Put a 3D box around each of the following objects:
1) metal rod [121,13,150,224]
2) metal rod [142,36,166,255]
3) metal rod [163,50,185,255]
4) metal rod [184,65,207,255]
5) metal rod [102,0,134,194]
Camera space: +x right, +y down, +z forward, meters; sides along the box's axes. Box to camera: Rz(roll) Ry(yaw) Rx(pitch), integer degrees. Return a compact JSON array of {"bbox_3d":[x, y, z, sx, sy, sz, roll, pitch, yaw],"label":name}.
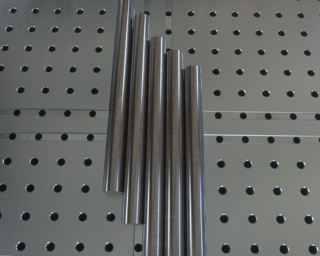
[{"bbox_3d":[-0.030,-0.026,0.420,0.025,0.025,0.299,1,70,0],"label":"metal rod"},{"bbox_3d":[-0.006,0.012,0.406,0.025,0.025,0.299,1,70,0],"label":"metal rod"},{"bbox_3d":[0.019,0.033,0.399,0.025,0.025,0.299,1,70,0],"label":"metal rod"},{"bbox_3d":[0.044,0.057,0.390,0.025,0.025,0.299,1,70,0],"label":"metal rod"},{"bbox_3d":[-0.056,-0.061,0.433,0.025,0.025,0.299,1,70,0],"label":"metal rod"}]
